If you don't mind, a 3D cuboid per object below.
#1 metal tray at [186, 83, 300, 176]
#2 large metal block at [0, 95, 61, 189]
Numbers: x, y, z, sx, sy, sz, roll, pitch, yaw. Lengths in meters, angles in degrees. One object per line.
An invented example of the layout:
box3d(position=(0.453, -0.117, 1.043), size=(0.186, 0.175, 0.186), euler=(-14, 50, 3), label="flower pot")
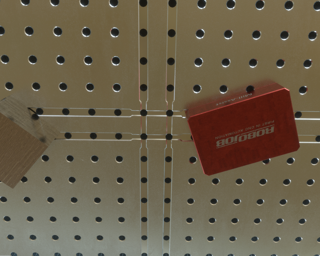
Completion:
box3d(position=(0.109, 0.003, 0.413), size=(0.131, 0.030, 0.090), euler=(-17, 109, 6), label="metal tray")
box3d(position=(-0.194, 0.018, 0.405), size=(0.080, 0.050, 0.080), euler=(39, 105, -13), label="large metal block")
